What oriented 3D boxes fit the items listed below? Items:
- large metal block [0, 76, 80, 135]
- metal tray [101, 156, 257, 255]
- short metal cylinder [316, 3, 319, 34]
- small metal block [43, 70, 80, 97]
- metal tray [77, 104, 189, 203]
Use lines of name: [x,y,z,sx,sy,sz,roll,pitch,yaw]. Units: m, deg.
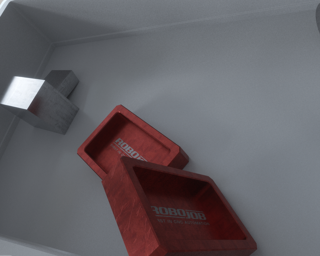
large metal block: [-0.192,-0.035,0.490,0.080,0.080,0.050,11,68,32]
metal tray: [0.020,0.077,0.276,0.030,0.131,0.090,-51,46,20]
short metal cylinder: [0.212,-0.111,0.327,0.050,0.080,0.080,-29,52,10]
small metal block: [-0.177,-0.074,0.535,0.050,0.025,0.050,6,52,30]
metal tray: [-0.039,0.035,0.399,0.090,0.030,0.130,-49,52,-7]
